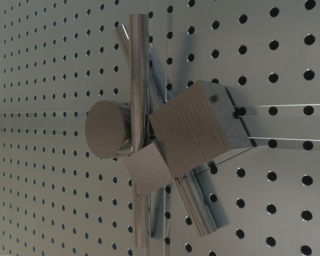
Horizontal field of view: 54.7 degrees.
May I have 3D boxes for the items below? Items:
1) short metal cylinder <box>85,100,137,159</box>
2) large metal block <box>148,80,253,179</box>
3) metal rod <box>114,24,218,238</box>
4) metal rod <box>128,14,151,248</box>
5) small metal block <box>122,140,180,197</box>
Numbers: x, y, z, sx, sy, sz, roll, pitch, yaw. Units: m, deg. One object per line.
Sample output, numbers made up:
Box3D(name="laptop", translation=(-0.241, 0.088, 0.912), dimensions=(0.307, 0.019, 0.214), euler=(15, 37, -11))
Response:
Box3D(name="short metal cylinder", translation=(-0.061, 0.002, 0.439), dimensions=(0.080, 0.050, 0.079), euler=(0, 90, 39))
Box3D(name="large metal block", translation=(0.044, 0.003, 0.352), dimensions=(0.080, 0.050, 0.080), euler=(-34, 69, 35))
Box3D(name="metal rod", translation=(0.001, -0.009, 0.403), dimensions=(0.025, 0.025, 0.299), euler=(-35, 69, 34))
Box3D(name="metal rod", translation=(-0.025, 0.011, 0.400), dimensions=(0.025, 0.025, 0.298), euler=(8, 103, 39))
Box3D(name="small metal block", translation=(-0.009, 0.047, 0.370), dimensions=(0.050, 0.025, 0.050), euler=(-32, 85, 27))
